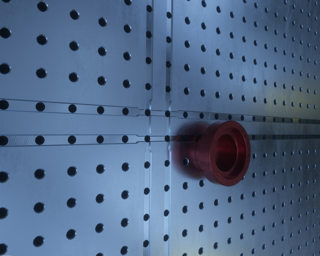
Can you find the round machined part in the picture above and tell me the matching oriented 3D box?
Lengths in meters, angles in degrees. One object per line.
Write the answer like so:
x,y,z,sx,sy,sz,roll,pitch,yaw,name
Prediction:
0.093,0.038,0.475,0.099,0.042,0.097,0,90,-40,round machined part
